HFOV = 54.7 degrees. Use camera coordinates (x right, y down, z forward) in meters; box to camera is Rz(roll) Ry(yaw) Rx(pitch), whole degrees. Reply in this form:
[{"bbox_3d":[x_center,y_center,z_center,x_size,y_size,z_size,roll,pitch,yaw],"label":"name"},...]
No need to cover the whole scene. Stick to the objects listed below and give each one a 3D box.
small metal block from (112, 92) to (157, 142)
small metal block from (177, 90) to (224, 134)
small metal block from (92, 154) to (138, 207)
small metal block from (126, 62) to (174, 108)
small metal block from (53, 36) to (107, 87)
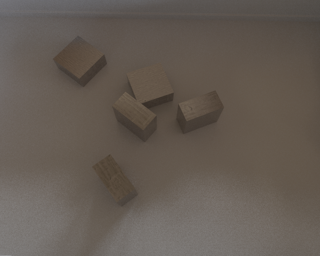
[{"bbox_3d":[-0.032,-0.013,0.401,0.050,0.050,0.025,37,74,12],"label":"small metal block"},{"bbox_3d":[0.051,-0.019,0.404,0.050,0.050,0.025,-20,72,-8],"label":"small metal block"},{"bbox_3d":[-0.053,0.064,0.372,0.025,0.050,0.050,-35,74,-12],"label":"small metal block"},{"bbox_3d":[-0.014,-0.057,0.430,0.050,0.025,0.050,-19,71,-7],"label":"small metal block"},{"bbox_3d":[-0.113,-0.095,0.443,0.050,0.025,0.050,37,74,12],"label":"small metal block"}]
